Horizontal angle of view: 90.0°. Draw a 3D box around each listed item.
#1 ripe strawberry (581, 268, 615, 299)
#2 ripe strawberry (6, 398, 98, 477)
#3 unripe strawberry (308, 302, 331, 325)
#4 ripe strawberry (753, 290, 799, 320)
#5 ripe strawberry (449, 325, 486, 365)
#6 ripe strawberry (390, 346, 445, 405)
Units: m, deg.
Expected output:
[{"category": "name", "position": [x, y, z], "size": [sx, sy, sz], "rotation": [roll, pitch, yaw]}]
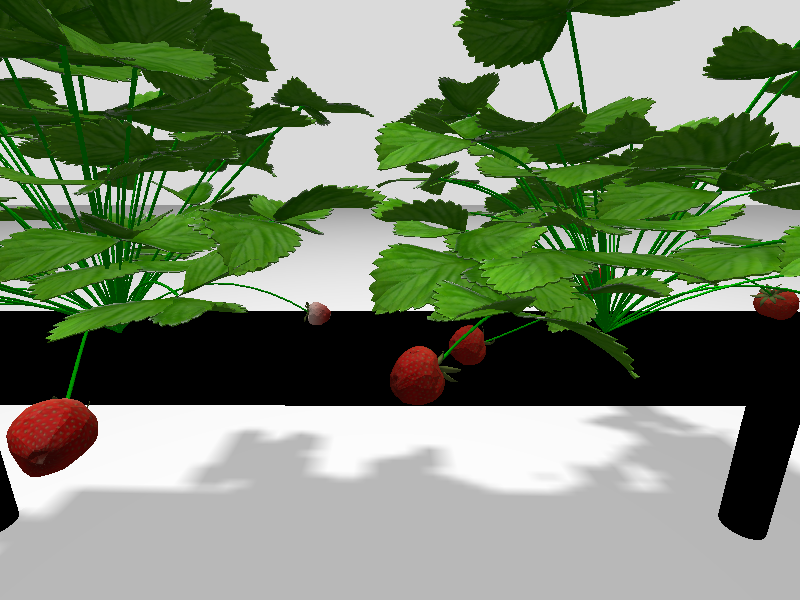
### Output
[{"category": "ripe strawberry", "position": [0.242, -0.021, 0.490], "size": [0.038, 0.040, 0.041], "rotation": [6, 16, 21]}, {"category": "ripe strawberry", "position": [-0.161, 0.065, 0.186], "size": [0.032, 0.034, 0.035], "rotation": [-8, 18, -27]}, {"category": "unripe strawberry", "position": [-0.078, 0.014, 0.387], "size": [0.022, 0.023, 0.020], "rotation": [10, 14, -9]}, {"category": "ripe strawberry", "position": [0.382, 0.005, 0.405], "size": [0.035, 0.030, 0.035], "rotation": [38, 5, -19]}, {"category": "ripe strawberry", "position": [0.049, 0.034, 0.299], "size": [0.028, 0.030, 0.026], "rotation": [-8, 17, -25]}, {"category": "ripe strawberry", "position": [0.009, 0.047, 0.242], "size": [0.034, 0.035, 0.031], "rotation": [-21, 24, -30]}]
